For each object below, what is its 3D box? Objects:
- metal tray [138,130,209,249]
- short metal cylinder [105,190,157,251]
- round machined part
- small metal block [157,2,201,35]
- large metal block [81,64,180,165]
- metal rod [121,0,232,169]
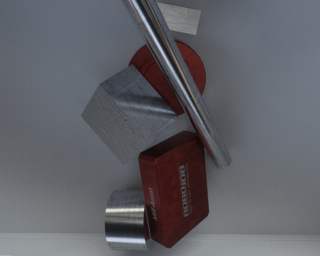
[{"bbox_3d":[0.023,0.079,0.408,0.030,0.091,0.129,13,118,43],"label":"metal tray"},{"bbox_3d":[-0.036,0.125,0.424,0.050,0.080,0.079,-3,111,12],"label":"short metal cylinder"},{"bbox_3d":[0.008,-0.059,0.381,0.099,0.042,0.097,0,110,-1],"label":"round machined part"},{"bbox_3d":[0.016,-0.125,0.352,0.050,0.050,0.025,10,110,-4],"label":"small metal block"},{"bbox_3d":[-0.038,-0.013,0.362,0.080,0.050,0.080,49,144,0],"label":"large metal block"},{"bbox_3d":[0.026,-0.044,0.329,0.025,0.025,0.300,-26,134,9],"label":"metal rod"}]
